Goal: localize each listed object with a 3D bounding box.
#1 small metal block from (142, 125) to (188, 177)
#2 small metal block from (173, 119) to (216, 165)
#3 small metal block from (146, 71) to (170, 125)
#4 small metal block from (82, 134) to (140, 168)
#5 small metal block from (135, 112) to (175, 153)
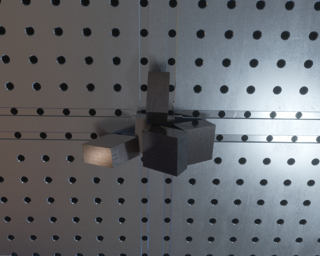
[{"bbox_3d":[0.006,0.027,0.384,0.050,0.025,0.050,12,113,31],"label":"small metal block"},{"bbox_3d":[0.044,0.019,0.409,0.050,0.025,0.050,-9,113,-30],"label":"small metal block"},{"bbox_3d":[-0.003,-0.035,0.376,0.025,0.050,0.050,3,74,0],"label":"small metal block"},{"bbox_3d":[-0.063,0.028,0.399,0.050,0.050,0.025,5,108,35],"label":"small metal block"},{"bbox_3d":[-0.007,0.007,0.416,0.050,0.025,0.050,2,110,-1],"label":"small metal block"}]
